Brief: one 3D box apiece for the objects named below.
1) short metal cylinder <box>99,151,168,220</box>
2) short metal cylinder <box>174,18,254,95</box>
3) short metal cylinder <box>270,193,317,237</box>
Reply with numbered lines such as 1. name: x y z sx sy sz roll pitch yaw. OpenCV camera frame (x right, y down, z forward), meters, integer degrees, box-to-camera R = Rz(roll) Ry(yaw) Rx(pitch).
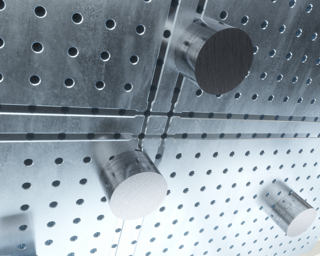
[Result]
1. short metal cylinder: -0.037 0.078 0.423 0.081 0.050 0.079 -14 124 -21
2. short metal cylinder: 0.065 -0.087 0.376 0.081 0.050 0.079 -14 124 -21
3. short metal cylinder: 0.287 0.187 0.668 0.081 0.050 0.079 -14 124 -21
